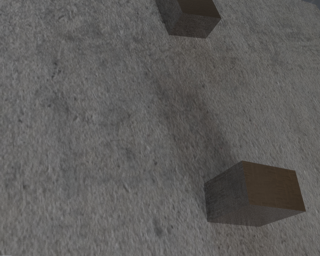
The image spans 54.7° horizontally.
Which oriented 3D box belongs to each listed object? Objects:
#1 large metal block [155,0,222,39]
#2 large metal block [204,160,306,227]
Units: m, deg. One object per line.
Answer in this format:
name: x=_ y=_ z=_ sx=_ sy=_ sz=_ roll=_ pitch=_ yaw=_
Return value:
large metal block: x=0.048 y=-0.208 z=0.543 sx=0.081 sy=0.050 sz=0.080 roll=-4 pitch=64 yaw=-31
large metal block: x=0.112 y=0.084 z=0.380 sx=0.081 sy=0.080 sz=0.050 roll=12 pitch=57 yaw=-22
